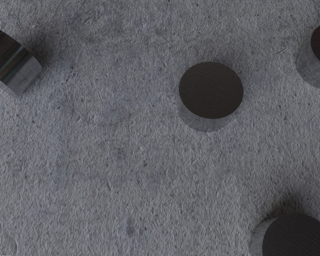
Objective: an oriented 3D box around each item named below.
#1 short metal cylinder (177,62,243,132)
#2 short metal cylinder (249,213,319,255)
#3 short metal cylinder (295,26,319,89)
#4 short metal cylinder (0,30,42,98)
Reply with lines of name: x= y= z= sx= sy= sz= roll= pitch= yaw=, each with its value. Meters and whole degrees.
short metal cylinder: x=0.064 y=-0.040 z=0.410 sx=0.081 sy=0.050 sz=0.080 roll=0 pitch=70 yaw=0
short metal cylinder: x=0.147 y=0.138 z=0.345 sx=0.081 sy=0.050 sz=0.080 roll=0 pitch=70 yaw=0
short metal cylinder: x=0.240 y=-0.100 z=0.433 sx=0.081 sy=0.050 sz=0.080 roll=0 pitch=70 yaw=0
short metal cylinder: x=-0.206 y=-0.085 z=0.408 sx=0.080 sy=0.080 sz=0.050 roll=31 pitch=73 yaw=10
